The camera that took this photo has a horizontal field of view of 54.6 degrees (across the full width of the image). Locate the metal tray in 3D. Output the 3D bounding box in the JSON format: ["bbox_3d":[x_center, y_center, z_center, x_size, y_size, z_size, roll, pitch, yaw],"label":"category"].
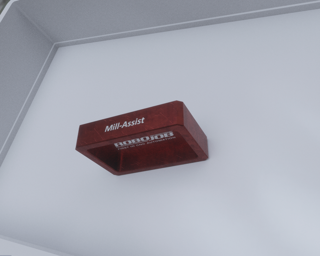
[{"bbox_3d":[-0.019,0.017,0.364,0.130,0.090,0.030,-13,57,21],"label":"metal tray"}]
